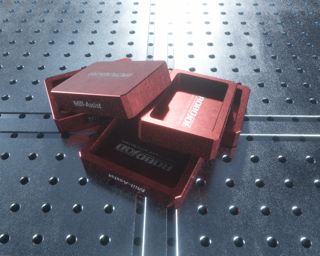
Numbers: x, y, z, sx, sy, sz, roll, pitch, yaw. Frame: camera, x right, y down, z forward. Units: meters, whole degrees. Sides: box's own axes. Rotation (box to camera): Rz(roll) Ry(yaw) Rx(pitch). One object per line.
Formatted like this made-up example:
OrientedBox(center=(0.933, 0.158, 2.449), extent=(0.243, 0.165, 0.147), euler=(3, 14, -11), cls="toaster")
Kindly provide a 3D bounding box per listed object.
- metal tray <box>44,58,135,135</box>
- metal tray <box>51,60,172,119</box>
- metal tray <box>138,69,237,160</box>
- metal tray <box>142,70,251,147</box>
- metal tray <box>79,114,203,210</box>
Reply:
OrientedBox(center=(-0.090, -0.050, 0.445), extent=(0.131, 0.030, 0.090), euler=(-18, 52, -14), cls="metal tray")
OrientedBox(center=(-0.063, -0.053, 0.396), extent=(0.130, 0.030, 0.090), euler=(8, 39, 35), cls="metal tray")
OrientedBox(center=(0.039, -0.024, 0.384), extent=(0.090, 0.030, 0.130), euler=(15, 40, 13), cls="metal tray")
OrientedBox(center=(0.051, -0.031, 0.430), extent=(0.130, 0.030, 0.090), euler=(14, 51, 13), cls="metal tray")
OrientedBox(center=(-0.018, 0.032, 0.378), extent=(0.130, 0.030, 0.090), euler=(21, 53, 16), cls="metal tray")
